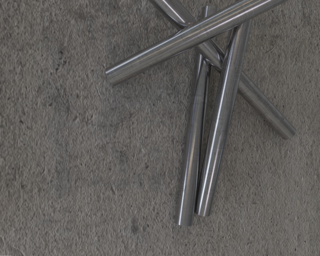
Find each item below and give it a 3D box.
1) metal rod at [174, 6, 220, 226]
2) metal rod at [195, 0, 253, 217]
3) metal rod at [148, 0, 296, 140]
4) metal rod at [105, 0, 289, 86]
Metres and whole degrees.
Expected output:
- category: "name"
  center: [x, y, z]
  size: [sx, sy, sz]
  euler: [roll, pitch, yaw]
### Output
- category: "metal rod"
  center: [0.052, -0.018, 0.427]
  size: [0.025, 0.025, 0.298]
  euler: [9, 87, -20]
- category: "metal rod"
  center: [0.083, -0.027, 0.401]
  size: [0.025, 0.025, 0.298]
  euler: [5, 103, -20]
- category: "metal rod"
  center: [0.095, -0.078, 0.421]
  size: [0.301, 0.025, 0.025]
  euler: [39, 78, -25]
- category: "metal rod"
  center: [0.073, -0.124, 0.358]
  size: [0.301, 0.025, 0.025]
  euler: [-24, 100, 12]
